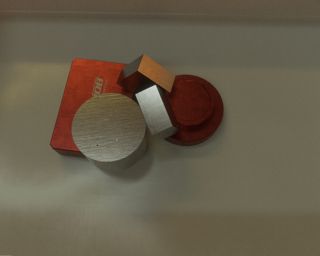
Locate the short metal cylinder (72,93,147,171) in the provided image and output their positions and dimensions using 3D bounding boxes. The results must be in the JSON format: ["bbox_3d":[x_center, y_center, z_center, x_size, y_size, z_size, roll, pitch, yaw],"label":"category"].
[{"bbox_3d":[-0.056,0.006,0.360,0.081,0.050,0.080,0,70,0],"label":"short metal cylinder"}]

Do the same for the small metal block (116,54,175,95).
[{"bbox_3d":[-0.018,-0.060,0.389,0.050,0.050,0.025,31,62,-28],"label":"small metal block"}]

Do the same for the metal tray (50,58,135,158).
[{"bbox_3d":[-0.082,-0.025,0.411,0.091,0.030,0.130,7,70,2],"label":"metal tray"}]

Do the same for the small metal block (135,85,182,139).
[{"bbox_3d":[0.000,-0.017,0.359,0.025,0.050,0.050,-24,78,11],"label":"small metal block"}]

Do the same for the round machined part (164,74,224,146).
[{"bbox_3d":[0.035,-0.029,0.409,0.099,0.042,0.098,0,70,-1],"label":"round machined part"}]
